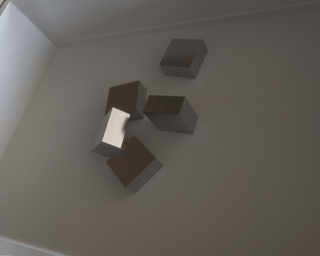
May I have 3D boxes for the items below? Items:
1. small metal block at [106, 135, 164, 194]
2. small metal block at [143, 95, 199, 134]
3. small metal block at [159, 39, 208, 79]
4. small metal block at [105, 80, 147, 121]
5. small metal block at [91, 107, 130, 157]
[{"bbox_3d":[-0.032,0.046,0.393,0.050,0.025,0.050,-44,52,-3],"label":"small metal block"},{"bbox_3d":[0.014,-0.017,0.391,0.050,0.050,0.025,6,65,30],"label":"small metal block"},{"bbox_3d":[0.034,-0.101,0.449,0.050,0.025,0.050,12,68,32],"label":"small metal block"},{"bbox_3d":[-0.049,-0.037,0.453,0.050,0.025,0.050,-10,57,22],"label":"small metal block"},{"bbox_3d":[-0.067,0.007,0.419,0.050,0.025,0.050,-34,38,56],"label":"small metal block"}]
